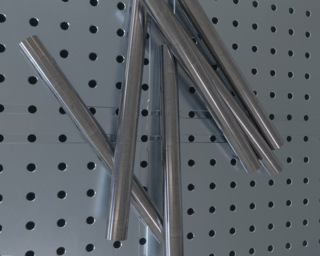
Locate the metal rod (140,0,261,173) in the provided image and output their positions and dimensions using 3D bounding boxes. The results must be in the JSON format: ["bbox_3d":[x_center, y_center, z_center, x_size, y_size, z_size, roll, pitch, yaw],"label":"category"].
[{"bbox_3d":[0.058,-0.057,0.414,0.025,0.025,0.300,-41,110,-15],"label":"metal rod"}]

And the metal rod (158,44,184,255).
[{"bbox_3d":[0.014,0.040,0.401,0.025,0.025,0.299,1,84,-20],"label":"metal rod"}]

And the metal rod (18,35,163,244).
[{"bbox_3d":[-0.071,0.023,0.386,0.025,0.025,0.299,-36,102,-16],"label":"metal rod"}]

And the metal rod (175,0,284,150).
[{"bbox_3d":[0.095,-0.093,0.446,0.025,0.025,0.300,-39,103,-16],"label":"metal rod"}]

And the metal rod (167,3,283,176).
[{"bbox_3d":[0.087,-0.049,0.444,0.025,0.025,0.300,-42,104,-15],"label":"metal rod"}]

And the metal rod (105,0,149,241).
[{"bbox_3d":[-0.038,-0.020,0.379,0.025,0.025,0.299,8,80,-20],"label":"metal rod"}]
